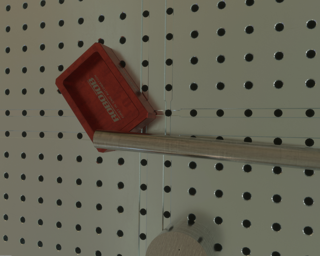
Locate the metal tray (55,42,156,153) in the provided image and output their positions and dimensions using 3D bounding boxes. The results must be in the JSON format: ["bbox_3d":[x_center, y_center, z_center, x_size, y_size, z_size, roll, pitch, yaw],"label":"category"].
[{"bbox_3d":[-0.078,-0.042,0.436,0.090,0.030,0.130,-38,78,15],"label":"metal tray"}]

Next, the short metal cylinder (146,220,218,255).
[{"bbox_3d":[0.028,0.162,0.389,0.080,0.050,0.079,0,90,19],"label":"short metal cylinder"}]

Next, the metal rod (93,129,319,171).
[{"bbox_3d":[0.065,0.026,0.371,0.301,0.025,0.025,5,92,13],"label":"metal rod"}]
